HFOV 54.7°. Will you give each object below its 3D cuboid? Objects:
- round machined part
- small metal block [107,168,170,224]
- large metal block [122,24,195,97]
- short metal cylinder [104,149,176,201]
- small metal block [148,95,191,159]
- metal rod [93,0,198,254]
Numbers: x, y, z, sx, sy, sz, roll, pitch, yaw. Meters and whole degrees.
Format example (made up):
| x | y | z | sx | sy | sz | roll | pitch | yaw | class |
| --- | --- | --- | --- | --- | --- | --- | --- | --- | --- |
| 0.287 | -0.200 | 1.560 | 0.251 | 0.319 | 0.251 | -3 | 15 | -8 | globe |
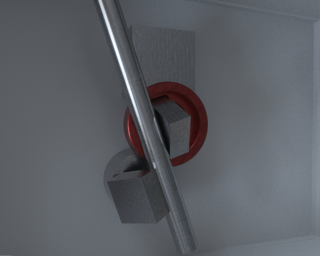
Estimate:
| x | y | z | sx | sy | sz | roll | pitch | yaw | class |
| --- | --- | --- | --- | --- | --- | --- | --- | --- | --- |
| 0.004 | -0.004 | 0.371 | 0.099 | 0.042 | 0.097 | 0 | 90 | -21 | round machined part |
| -0.023 | 0.074 | 0.333 | 0.025 | 0.050 | 0.050 | -26 | 100 | -52 | small metal block |
| -0.003 | -0.080 | 0.394 | 0.081 | 0.050 | 0.079 | 0 | 90 | -21 | large metal block |
| -0.026 | 0.066 | 0.388 | 0.081 | 0.050 | 0.079 | 0 | 90 | -21 | short metal cylinder |
| 0.009 | -0.002 | 0.349 | 0.025 | 0.050 | 0.050 | -20 | 132 | -23 | small metal block |
| -0.015 | -0.007 | 0.330 | 0.025 | 0.025 | 0.298 | -20 | 97 | -19 | metal rod |
